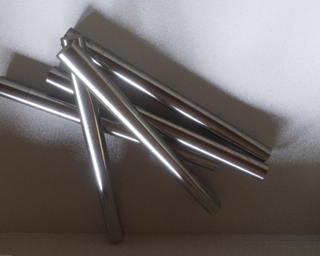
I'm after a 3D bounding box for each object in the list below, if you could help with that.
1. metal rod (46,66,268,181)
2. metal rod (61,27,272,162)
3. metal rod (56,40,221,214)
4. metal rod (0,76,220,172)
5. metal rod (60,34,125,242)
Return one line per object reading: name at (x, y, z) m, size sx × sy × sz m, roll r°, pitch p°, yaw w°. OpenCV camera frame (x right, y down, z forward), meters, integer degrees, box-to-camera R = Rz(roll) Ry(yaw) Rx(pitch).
metal rod at (0.001, -0.003, 0.400) m, size 0.301 × 0.025 × 0.025 m, roll 25°, pitch 108°, yaw -6°
metal rod at (0.017, -0.036, 0.398) m, size 0.301 × 0.025 × 0.025 m, roll 30°, pitch 107°, yaw -11°
metal rod at (-0.007, 0.018, 0.382) m, size 0.025 × 0.025 × 0.300 m, roll -35°, pitch 120°, yaw 12°
metal rod at (-0.061, -0.003, 0.409) m, size 0.302 × 0.025 × 0.025 m, roll 20°, pitch 109°, yaw -8°
metal rod at (-0.080, 0.033, 0.400) m, size 0.025 × 0.025 × 0.298 m, roll -5°, pitch 118°, yaw 1°
